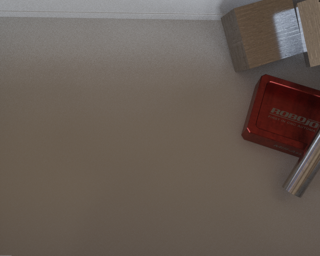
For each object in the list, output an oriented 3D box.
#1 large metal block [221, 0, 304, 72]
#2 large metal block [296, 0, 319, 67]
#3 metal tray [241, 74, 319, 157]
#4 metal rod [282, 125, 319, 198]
[{"bbox_3d":[0.140,-0.130,0.429,0.081,0.050,0.080,-18,98,-7],"label":"large metal block"},{"bbox_3d":[0.222,-0.126,0.390,0.080,0.050,0.080,-12,96,21],"label":"large metal block"},{"bbox_3d":[0.185,-0.010,0.412,0.131,0.030,0.090,19,71,6],"label":"metal tray"},{"bbox_3d":[0.229,-0.053,0.353,0.025,0.025,0.298,29,100,9],"label":"metal rod"}]
